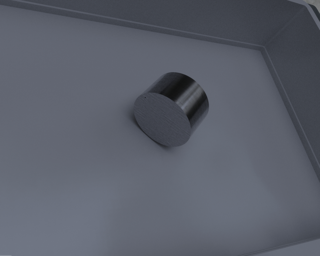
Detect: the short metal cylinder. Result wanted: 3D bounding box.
[{"bbox_3d":[0.014,-0.023,0.390,0.080,0.080,0.050,41,51,-1],"label":"short metal cylinder"}]
